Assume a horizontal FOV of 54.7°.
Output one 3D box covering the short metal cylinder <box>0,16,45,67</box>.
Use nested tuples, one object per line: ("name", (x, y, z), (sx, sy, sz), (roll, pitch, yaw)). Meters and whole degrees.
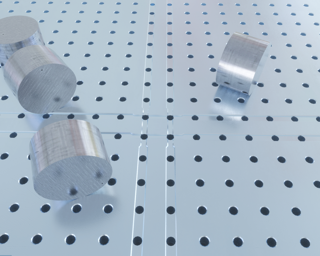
("short metal cylinder", (-0.234, -0.140, 0.508), (0.081, 0.050, 0.080), (0, 50, 0))

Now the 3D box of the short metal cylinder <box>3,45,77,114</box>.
("short metal cylinder", (-0.164, -0.066, 0.426), (0.081, 0.080, 0.050), (-30, 57, -23))

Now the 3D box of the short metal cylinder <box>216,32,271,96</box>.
("short metal cylinder", (0.121, -0.093, 0.451), (0.050, 0.080, 0.080), (24, 54, 19))

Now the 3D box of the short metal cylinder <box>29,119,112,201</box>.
("short metal cylinder", (-0.098, 0.036, 0.341), (0.081, 0.080, 0.050), (-16, 52, -13))
